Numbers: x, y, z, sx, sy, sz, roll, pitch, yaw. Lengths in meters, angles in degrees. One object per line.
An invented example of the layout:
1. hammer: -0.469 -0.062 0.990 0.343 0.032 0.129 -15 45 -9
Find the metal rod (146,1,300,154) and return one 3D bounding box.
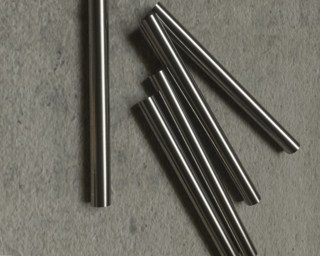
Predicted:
1. metal rod: 0.100 -0.063 0.447 0.300 0.025 0.025 41 77 -16

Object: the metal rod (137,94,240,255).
1. metal rod: 0.051 0.091 0.429 0.025 0.025 0.299 -32 101 -17

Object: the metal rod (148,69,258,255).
1. metal rod: 0.064 0.058 0.434 0.025 0.025 0.299 -31 101 -18

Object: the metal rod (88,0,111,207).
1. metal rod: -0.075 -0.054 0.381 0.025 0.025 0.298 -1 90 -20

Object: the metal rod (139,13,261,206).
1. metal rod: 0.062 -0.015 0.426 0.025 0.025 0.299 -36 105 -17
